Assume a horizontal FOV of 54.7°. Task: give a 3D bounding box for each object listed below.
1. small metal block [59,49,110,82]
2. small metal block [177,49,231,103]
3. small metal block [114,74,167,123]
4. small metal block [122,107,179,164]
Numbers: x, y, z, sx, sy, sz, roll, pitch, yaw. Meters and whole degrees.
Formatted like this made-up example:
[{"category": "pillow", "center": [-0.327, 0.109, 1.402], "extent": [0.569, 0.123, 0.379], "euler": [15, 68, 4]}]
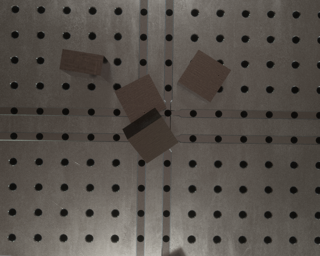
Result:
[{"category": "small metal block", "center": [-0.095, -0.080, 0.400], "extent": [0.050, 0.050, 0.025], "euler": [9, 90, -1]}, {"category": "small metal block", "center": [0.058, -0.068, 0.414], "extent": [0.050, 0.025, 0.050], "euler": [33, 90, -1]}, {"category": "small metal block", "center": [-0.025, -0.037, 0.413], "extent": [0.050, 0.025, 0.050], "euler": [-27, 90, -1]}, {"category": "small metal block", "center": [-0.012, 0.010, 0.401], "extent": [0.050, 0.025, 0.050], "euler": [-34, 128, 0]}]
